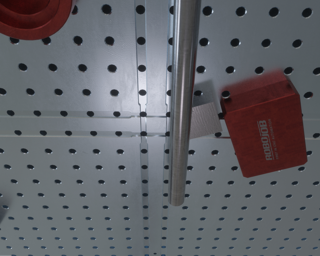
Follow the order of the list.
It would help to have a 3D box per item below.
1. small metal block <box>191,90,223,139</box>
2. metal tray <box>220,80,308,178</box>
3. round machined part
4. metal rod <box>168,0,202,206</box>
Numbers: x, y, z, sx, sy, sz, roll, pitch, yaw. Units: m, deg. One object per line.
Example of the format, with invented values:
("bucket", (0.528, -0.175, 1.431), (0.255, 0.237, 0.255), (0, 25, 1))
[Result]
("small metal block", (0.049, -0.015, 0.399), (0.050, 0.025, 0.050), (-15, 129, 12))
("metal tray", (0.142, 0.007, 0.416), (0.090, 0.030, 0.130), (-17, 129, 13))
("round machined part", (-0.126, -0.135, 0.284), (0.099, 0.042, 0.097), (0, 130, 0))
("metal rod", (0.025, -0.006, 0.373), (0.025, 0.025, 0.298), (0, 130, 0))
